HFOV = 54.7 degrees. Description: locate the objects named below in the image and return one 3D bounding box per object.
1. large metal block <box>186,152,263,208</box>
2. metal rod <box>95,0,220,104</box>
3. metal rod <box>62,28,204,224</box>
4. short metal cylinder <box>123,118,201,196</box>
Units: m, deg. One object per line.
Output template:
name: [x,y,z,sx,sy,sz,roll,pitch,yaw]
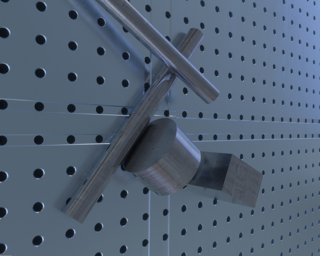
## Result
large metal block: [0.087,0.073,0.447,0.080,0.080,0.050,32,70,-36]
metal rod: [-0.034,-0.127,0.359,0.301,0.025,0.025,38,66,-26]
metal rod: [-0.020,-0.020,0.391,0.025,0.025,0.300,47,62,-30]
short metal cylinder: [0.002,0.034,0.375,0.050,0.080,0.080,47,62,-30]
